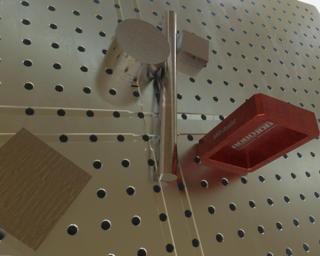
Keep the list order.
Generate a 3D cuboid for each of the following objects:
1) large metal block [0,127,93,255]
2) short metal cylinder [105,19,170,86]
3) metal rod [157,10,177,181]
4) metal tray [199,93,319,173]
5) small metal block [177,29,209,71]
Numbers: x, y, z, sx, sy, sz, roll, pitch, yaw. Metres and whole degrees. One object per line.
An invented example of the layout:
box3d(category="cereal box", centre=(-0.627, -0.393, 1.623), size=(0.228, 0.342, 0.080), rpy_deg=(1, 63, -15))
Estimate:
box3d(category="large metal block", centre=(-0.125, 0.061, 0.289), size=(0.080, 0.050, 0.080), rpy_deg=(37, 51, -4))
box3d(category="short metal cylinder", centre=(-0.033, -0.108, 0.442), size=(0.081, 0.050, 0.080), rpy_deg=(14, 56, -21))
box3d(category="metal rod", centre=(0.013, -0.067, 0.457), size=(0.025, 0.025, 0.299), rpy_deg=(15, 55, -20))
box3d(category="metal tray", centre=(0.120, 0.013, 0.400), size=(0.091, 0.129, 0.030), rpy_deg=(16, 56, -20))
box3d(category="small metal block", centre=(0.054, -0.131, 0.519), size=(0.050, 0.025, 0.050), rpy_deg=(19, 54, -17))
